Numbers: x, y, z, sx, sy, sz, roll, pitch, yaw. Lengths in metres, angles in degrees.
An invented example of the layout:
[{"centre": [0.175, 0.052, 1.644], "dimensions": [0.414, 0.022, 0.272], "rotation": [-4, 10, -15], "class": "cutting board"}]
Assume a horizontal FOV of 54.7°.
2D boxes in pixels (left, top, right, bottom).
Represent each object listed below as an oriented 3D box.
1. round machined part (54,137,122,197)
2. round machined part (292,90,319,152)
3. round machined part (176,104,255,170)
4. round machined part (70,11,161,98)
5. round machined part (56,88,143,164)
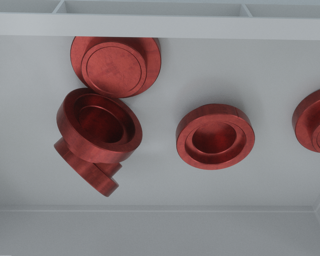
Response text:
[{"centre": [-0.088, 0.042, 0.408], "dimensions": [0.042, 0.098, 0.098], "rotation": [-46, 125, -10], "class": "round machined part"}, {"centre": [0.224, -0.002, 0.392], "dimensions": [0.099, 0.042, 0.097], "rotation": [4, 130, 5], "class": "round machined part"}, {"centre": [0.070, 0.007, 0.405], "dimensions": [0.099, 0.042, 0.097], "rotation": [-1, 130, 0], "class": "round machined part"}, {"centre": [-0.048, -0.072, 0.336], "dimensions": [0.099, 0.042, 0.097], "rotation": [-1, 130, 0], "class": "round machined part"}, {"centre": [-0.073, 0.002, 0.362], "dimensions": [0.098, 0.098, 0.042], "rotation": [26, 125, -21], "class": "round machined part"}]
